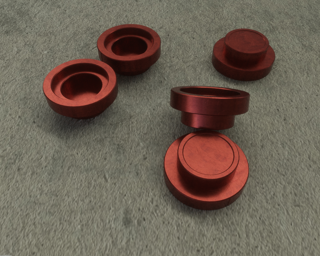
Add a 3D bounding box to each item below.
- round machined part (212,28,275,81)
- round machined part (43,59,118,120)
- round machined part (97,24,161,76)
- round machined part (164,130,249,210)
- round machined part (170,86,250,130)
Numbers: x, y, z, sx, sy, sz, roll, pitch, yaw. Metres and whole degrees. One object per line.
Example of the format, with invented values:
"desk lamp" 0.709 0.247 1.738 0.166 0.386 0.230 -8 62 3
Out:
"round machined part" 0.135 -0.123 0.496 0.099 0.042 0.098 0 50 0
"round machined part" -0.108 -0.050 0.434 0.099 0.042 0.098 0 50 0
"round machined part" -0.048 -0.120 0.493 0.099 0.042 0.098 0 50 0
"round machined part" 0.054 0.041 0.358 0.099 0.042 0.098 0 50 0
"round machined part" 0.062 -0.026 0.395 0.099 0.042 0.098 3 15 0
